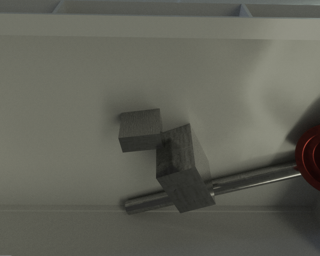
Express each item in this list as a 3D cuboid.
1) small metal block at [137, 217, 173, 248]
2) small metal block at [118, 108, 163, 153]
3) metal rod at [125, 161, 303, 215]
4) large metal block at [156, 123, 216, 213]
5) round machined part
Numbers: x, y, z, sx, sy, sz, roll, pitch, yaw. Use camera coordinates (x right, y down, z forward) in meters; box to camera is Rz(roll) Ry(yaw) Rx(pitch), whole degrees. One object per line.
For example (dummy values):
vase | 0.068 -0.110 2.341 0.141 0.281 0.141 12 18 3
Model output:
small metal block | -0.009 0.195 0.578 0.050 0.025 0.050 18 128 -16
small metal block | -0.023 0.003 0.395 0.050 0.050 0.025 -6 130 5
metal rod | 0.088 0.094 0.490 0.301 0.025 0.025 -16 129 12
large metal block | 0.034 0.055 0.420 0.050 0.080 0.080 -19 128 15
round machined part | 0.237 0.038 0.410 0.042 0.098 0.097 -17 143 -40
